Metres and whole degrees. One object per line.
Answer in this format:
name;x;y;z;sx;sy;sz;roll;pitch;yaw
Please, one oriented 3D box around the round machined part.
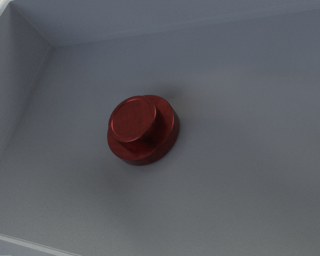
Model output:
round machined part;-0.028;-0.004;0.406;0.098;0.042;0.098;-13;56;20
